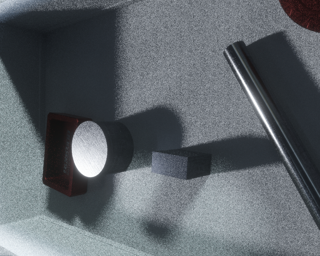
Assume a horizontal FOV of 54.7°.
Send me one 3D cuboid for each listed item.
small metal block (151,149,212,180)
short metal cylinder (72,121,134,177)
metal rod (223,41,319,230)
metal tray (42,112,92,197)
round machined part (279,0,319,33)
[{"bbox_3d":[0.026,0.042,0.368,0.050,0.050,0.025,6,94,39],"label":"small metal block"},{"bbox_3d":[-0.085,0.030,0.458,0.080,0.050,0.079,0,90,39],"label":"short metal cylinder"},{"bbox_3d":[0.137,0.044,0.293,0.025,0.025,0.299,-36,68,34],"label":"metal rod"},{"bbox_3d":[-0.160,0.042,0.532,0.090,0.030,0.129,11,97,39],"label":"metal tray"},{"bbox_3d":[0.144,-0.126,0.252,0.098,0.042,0.097,20,128,28],"label":"round machined part"}]
